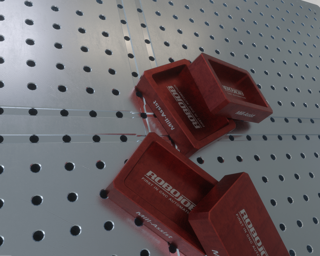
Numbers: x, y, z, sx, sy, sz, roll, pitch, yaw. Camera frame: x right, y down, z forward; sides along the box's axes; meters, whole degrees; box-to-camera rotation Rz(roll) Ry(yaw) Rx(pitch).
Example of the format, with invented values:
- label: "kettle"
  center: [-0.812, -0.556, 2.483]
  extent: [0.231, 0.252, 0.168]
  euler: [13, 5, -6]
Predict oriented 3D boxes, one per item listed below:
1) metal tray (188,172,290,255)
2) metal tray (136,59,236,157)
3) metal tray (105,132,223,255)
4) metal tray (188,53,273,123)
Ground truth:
- label: "metal tray"
  center: [0.094, 0.127, 0.349]
  extent: [0.091, 0.030, 0.130]
  euler: [-33, 97, -43]
- label: "metal tray"
  center: [0.038, -0.032, 0.444]
  extent: [0.091, 0.030, 0.130]
  euler: [-25, 76, -37]
- label: "metal tray"
  center: [0.014, 0.077, 0.365]
  extent: [0.130, 0.030, 0.090]
  euler: [38, 51, -3]
- label: "metal tray"
  center: [0.109, -0.057, 0.468]
  extent: [0.131, 0.030, 0.090]
  euler: [6, 52, -44]
